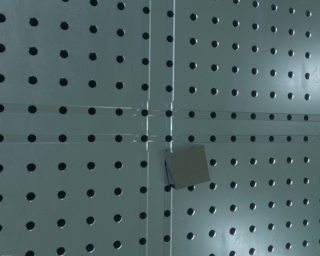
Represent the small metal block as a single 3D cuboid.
[{"bbox_3d":[0.037,0.052,0.426,0.050,0.025,0.050,-11,94,-20],"label":"small metal block"}]
